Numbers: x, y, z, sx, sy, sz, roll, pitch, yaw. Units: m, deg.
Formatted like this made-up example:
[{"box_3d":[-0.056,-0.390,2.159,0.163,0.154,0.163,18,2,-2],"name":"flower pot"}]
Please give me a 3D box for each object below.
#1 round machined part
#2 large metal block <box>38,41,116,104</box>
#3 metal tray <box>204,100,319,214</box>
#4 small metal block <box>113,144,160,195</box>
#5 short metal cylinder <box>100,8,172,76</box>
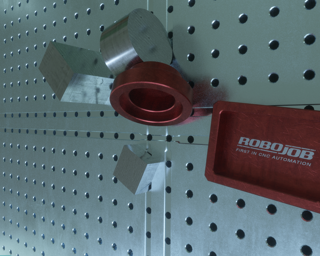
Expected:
[{"box_3d":[-0.008,-0.043,0.376,0.098,0.098,0.042,-16,54,39],"name":"round machined part"},{"box_3d":[-0.125,-0.083,0.477,0.080,0.081,0.050,50,120,28],"name":"large metal block"},{"box_3d":[0.113,0.023,0.312,0.130,0.030,0.089,11,97,39],"name":"metal tray"},{"box_3d":[-0.034,0.058,0.438,0.050,0.025,0.050,35,112,34],"name":"small metal block"},{"box_3d":[-0.029,-0.104,0.398,0.050,0.081,0.080,-17,80,39],"name":"short metal cylinder"}]
